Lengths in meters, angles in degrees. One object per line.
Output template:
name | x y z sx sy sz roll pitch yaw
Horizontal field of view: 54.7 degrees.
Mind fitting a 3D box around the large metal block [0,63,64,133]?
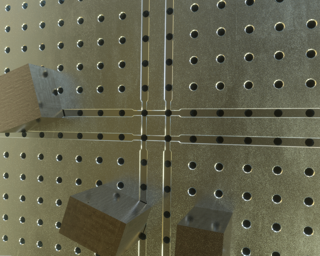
large metal block | -0.203 -0.042 0.469 0.080 0.050 0.080 -17 84 19

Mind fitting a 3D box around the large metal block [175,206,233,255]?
large metal block | 0.053 0.145 0.364 0.050 0.080 0.079 5 92 19

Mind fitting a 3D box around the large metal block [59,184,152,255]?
large metal block | -0.068 0.119 0.406 0.080 0.080 0.050 20 97 18
